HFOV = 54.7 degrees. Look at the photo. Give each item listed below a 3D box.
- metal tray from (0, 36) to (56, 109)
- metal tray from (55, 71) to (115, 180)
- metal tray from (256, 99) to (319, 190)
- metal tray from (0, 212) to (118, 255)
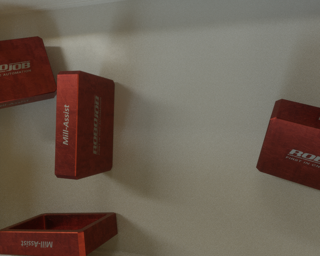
[{"bbox_3d":[-0.225,-0.076,0.443,0.131,0.030,0.090,-16,83,-24],"label":"metal tray"},{"bbox_3d":[-0.096,-0.004,0.408,0.030,0.090,0.129,2,91,20],"label":"metal tray"},{"bbox_3d":[0.174,0.027,0.317,0.130,0.030,0.089,17,140,19],"label":"metal tray"},{"bbox_3d":[-0.136,0.142,0.422,0.130,0.090,0.030,-6,88,19],"label":"metal tray"}]
